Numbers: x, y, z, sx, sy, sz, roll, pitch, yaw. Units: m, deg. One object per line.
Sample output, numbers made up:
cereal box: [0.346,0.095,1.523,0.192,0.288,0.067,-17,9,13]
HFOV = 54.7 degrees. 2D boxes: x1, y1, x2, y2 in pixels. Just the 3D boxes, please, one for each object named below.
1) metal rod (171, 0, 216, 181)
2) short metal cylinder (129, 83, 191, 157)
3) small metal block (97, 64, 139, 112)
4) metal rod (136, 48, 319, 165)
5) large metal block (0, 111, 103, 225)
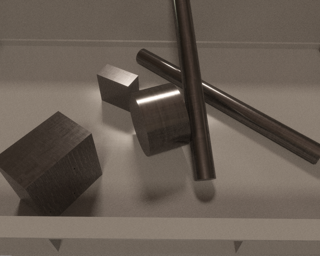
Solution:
metal rod: [0.038,-0.083,0.399,0.025,0.025,0.299,-5,74,-4]
short metal cylinder: [-0.002,-0.010,0.378,0.050,0.080,0.080,-16,52,-13]
small metal block: [-0.057,-0.056,0.435,0.050,0.050,0.025,23,54,18]
metal rod: [0.083,-0.042,0.440,0.300,0.025,0.025,34,58,24]
large metal block: [-0.114,0.043,0.332,0.050,0.080,0.080,31,56,23]
